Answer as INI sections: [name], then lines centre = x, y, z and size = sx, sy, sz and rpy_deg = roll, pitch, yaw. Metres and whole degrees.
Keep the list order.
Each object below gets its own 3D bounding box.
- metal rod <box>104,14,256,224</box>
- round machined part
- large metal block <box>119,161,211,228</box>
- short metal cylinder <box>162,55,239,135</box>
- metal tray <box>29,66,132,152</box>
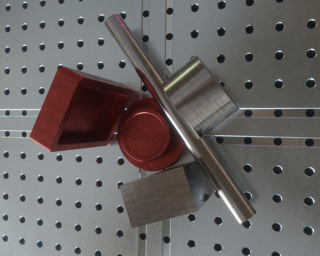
[metal rod]
centre = 0.019, -0.020, 0.383
size = 0.025, 0.025, 0.299
rpy_deg = -37, 79, 16
[round machined part]
centre = -0.013, 0.009, 0.407
size = 0.098, 0.042, 0.097
rpy_deg = 0, 90, 19
[large metal block]
centre = 0.010, 0.077, 0.379
size = 0.080, 0.080, 0.050
rpy_deg = -20, 84, 18
[short metal cylinder]
centre = 0.048, -0.039, 0.365
size = 0.050, 0.080, 0.080
rpy_deg = -39, 78, 16
[metal tray]
centre = -0.091, -0.020, 0.388
size = 0.030, 0.130, 0.090
rpy_deg = 29, 99, 17
